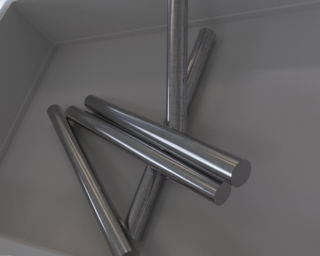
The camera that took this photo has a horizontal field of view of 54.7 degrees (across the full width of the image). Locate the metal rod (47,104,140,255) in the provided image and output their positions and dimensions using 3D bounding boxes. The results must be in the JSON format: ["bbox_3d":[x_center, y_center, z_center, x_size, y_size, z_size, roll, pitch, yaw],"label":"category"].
[{"bbox_3d":[-0.103,0.050,0.410,0.025,0.025,0.300,-42,45,-1],"label":"metal rod"}]

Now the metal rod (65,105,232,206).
[{"bbox_3d":[-0.040,0.018,0.389,0.300,0.025,0.025,23,74,44],"label":"metal rod"}]

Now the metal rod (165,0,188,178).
[{"bbox_3d":[0.021,-0.091,0.371,0.025,0.025,0.298,-1,87,28],"label":"metal rod"}]

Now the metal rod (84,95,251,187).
[{"bbox_3d":[-0.020,-0.001,0.374,0.300,0.025,0.025,24,74,50],"label":"metal rod"}]

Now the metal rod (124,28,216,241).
[{"bbox_3d":[0.018,-0.007,0.400,0.025,0.025,0.300,8,66,32],"label":"metal rod"}]
